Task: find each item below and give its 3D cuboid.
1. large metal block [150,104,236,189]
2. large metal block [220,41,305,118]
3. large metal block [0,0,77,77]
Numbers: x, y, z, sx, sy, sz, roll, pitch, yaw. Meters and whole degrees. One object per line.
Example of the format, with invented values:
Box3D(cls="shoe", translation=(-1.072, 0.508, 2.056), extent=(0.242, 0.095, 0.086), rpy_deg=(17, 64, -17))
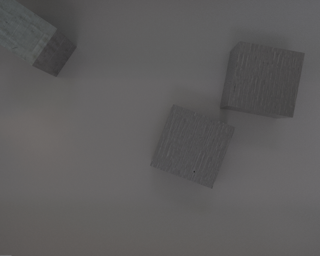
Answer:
Box3D(cls="large metal block", translation=(0.040, 0.022, 0.399), extent=(0.080, 0.050, 0.080), rpy_deg=(21, 90, 0))
Box3D(cls="large metal block", translation=(0.129, -0.059, 0.400), extent=(0.080, 0.050, 0.080), rpy_deg=(10, 90, 0))
Box3D(cls="large metal block", translation=(-0.161, -0.112, 0.382), extent=(0.080, 0.080, 0.050), rpy_deg=(34, 90, 0))
